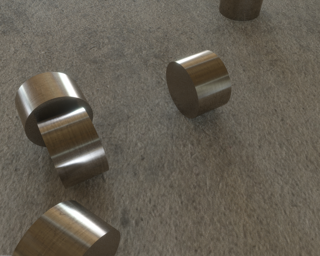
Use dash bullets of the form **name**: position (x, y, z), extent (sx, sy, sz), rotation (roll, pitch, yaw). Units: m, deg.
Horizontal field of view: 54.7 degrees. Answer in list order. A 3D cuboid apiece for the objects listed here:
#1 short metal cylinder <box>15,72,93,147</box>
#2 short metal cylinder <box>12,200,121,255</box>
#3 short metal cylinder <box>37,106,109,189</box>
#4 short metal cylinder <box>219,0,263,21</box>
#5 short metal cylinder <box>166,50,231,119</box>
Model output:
- **short metal cylinder**: position (-0.130, -0.022, 0.383), extent (0.081, 0.080, 0.050), rotation (-23, 52, -18)
- **short metal cylinder**: position (-0.080, 0.112, 0.273), extent (0.050, 0.080, 0.080), rotation (28, 55, 21)
- **short metal cylinder**: position (-0.097, 0.022, 0.348), extent (0.050, 0.080, 0.080), rotation (-23, 54, -18)
- **short metal cylinder**: position (0.159, -0.252, 0.601), extent (0.081, 0.050, 0.080), rotation (0, 50, 0)
- **short metal cylinder**: position (0.050, -0.059, 0.417), extent (0.050, 0.080, 0.080), rotation (-24, 54, -19)
